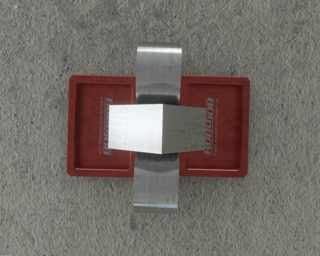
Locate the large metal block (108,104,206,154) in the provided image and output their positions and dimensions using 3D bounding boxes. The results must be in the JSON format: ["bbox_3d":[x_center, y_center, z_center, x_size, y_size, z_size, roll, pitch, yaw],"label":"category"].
[{"bbox_3d":[-0.002,0.000,0.363,0.080,0.081,0.050,2,91,40],"label":"large metal block"}]

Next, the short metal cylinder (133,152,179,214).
[{"bbox_3d":[-0.004,0.065,0.383,0.050,0.080,0.079,2,90,0],"label":"short metal cylinder"}]

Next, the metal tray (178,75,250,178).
[{"bbox_3d":[0.068,-0.002,0.409,0.091,0.030,0.129,2,90,0],"label":"metal tray"}]

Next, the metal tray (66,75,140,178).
[{"bbox_3d":[-0.072,-0.002,0.408,0.091,0.030,0.129,2,90,0],"label":"metal tray"}]

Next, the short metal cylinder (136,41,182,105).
[{"bbox_3d":[-0.001,-0.065,0.383,0.050,0.080,0.079,2,90,0],"label":"short metal cylinder"}]
